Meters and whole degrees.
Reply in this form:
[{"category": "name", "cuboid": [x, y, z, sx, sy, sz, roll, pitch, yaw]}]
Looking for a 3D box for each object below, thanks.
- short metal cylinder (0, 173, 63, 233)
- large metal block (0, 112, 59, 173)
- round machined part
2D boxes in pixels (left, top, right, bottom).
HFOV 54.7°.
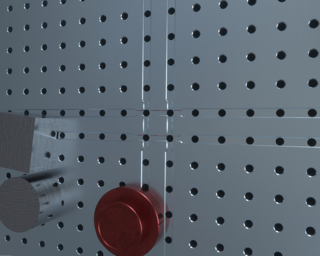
[{"category": "short metal cylinder", "cuboid": [-0.197, 0.110, 0.469, 0.080, 0.050, 0.080, 0, 90, 20]}, {"category": "large metal block", "cuboid": [-0.209, 0.019, 0.473, 0.080, 0.050, 0.079, 8, 93, 19]}, {"category": "round machined part", "cuboid": [-0.048, 0.129, 0.420, 0.098, 0.042, 0.097, 0, 90, 20]}]
